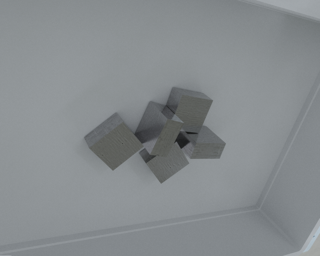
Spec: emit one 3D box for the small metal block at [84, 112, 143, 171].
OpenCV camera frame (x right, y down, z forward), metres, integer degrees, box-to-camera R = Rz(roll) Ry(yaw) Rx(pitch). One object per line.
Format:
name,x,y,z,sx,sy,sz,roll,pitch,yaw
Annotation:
small metal block,-0.057,0.018,0.387,0.050,0.025,0.050,-38,130,-3

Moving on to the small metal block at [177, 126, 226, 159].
small metal block,0.054,0.019,0.433,0.050,0.050,0.025,3,117,-30

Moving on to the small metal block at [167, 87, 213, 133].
small metal block,0.035,-0.023,0.413,0.050,0.025,0.050,6,115,-32

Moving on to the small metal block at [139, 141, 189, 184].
small metal block,0.007,0.043,0.438,0.050,0.025,0.050,-35,129,-5

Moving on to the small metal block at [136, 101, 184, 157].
small metal block,-0.002,0.001,0.391,0.025,0.050,0.050,13,111,-34
